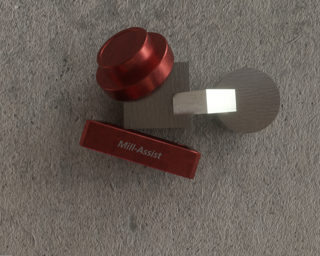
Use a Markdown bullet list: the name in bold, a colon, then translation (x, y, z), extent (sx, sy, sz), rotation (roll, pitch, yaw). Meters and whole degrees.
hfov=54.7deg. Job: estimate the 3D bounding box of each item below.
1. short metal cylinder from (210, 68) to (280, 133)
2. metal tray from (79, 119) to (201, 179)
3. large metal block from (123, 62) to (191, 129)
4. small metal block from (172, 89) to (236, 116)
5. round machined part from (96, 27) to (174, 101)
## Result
- **short metal cylinder**: translation (0.106, -0.033, 0.400), extent (0.081, 0.050, 0.080), rotation (0, 90, 0)
- **metal tray**: translation (-0.022, 0.023, 0.378), extent (0.131, 0.090, 0.030), rotation (17, 90, 0)
- **large metal block**: translation (-0.004, -0.040, 0.400), extent (0.081, 0.050, 0.080), rotation (-1, 90, 0)
- **small metal block**: translation (0.051, -0.029, 0.353), extent (0.050, 0.050, 0.025), rotation (-6, 94, -41)
- **round machined part**: translation (-0.036, -0.083, 0.374), extent (0.098, 0.098, 0.042), rotation (-36, 134, 0)
